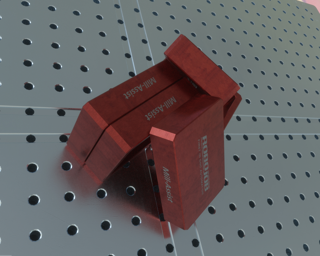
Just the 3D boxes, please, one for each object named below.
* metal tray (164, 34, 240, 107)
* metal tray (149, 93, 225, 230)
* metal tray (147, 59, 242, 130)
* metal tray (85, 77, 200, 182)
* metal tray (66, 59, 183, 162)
[{"bbox_3d":[0.052,-0.069,0.407,0.090,0.030,0.130,43,6,1],"label":"metal tray"},{"bbox_3d":[0.037,0.038,0.347,0.030,0.129,0.091,18,40,36],"label":"metal tray"},{"bbox_3d":[0.053,-0.056,0.468,0.130,0.030,0.090,40,51,-2],"label":"metal tray"},{"bbox_3d":[-0.017,0.000,0.356,0.030,0.090,0.131,49,51,5],"label":"metal tray"},{"bbox_3d":[-0.039,-0.021,0.359,0.030,0.090,0.131,49,51,5],"label":"metal tray"}]
